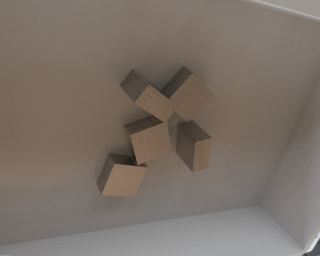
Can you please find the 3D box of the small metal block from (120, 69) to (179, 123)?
[{"bbox_3d":[-0.013,-0.038,0.362,0.050,0.050,0.025,33,100,-38],"label":"small metal block"}]

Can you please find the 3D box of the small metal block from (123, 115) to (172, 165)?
[{"bbox_3d":[-0.015,0.014,0.409,0.050,0.025,0.050,-21,127,-16],"label":"small metal block"}]

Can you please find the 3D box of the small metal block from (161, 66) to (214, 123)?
[{"bbox_3d":[0.034,-0.043,0.400,0.050,0.025,0.050,-47,129,5],"label":"small metal block"}]

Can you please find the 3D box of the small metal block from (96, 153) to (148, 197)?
[{"bbox_3d":[-0.051,0.064,0.420,0.050,0.025,0.050,11,113,-33],"label":"small metal block"}]

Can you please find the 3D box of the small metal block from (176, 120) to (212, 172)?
[{"bbox_3d":[0.046,0.025,0.433,0.025,0.050,0.050,-12,124,-22],"label":"small metal block"}]
